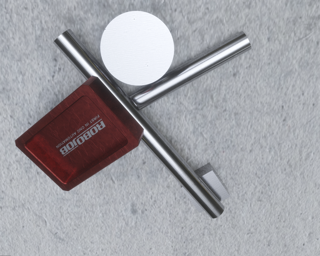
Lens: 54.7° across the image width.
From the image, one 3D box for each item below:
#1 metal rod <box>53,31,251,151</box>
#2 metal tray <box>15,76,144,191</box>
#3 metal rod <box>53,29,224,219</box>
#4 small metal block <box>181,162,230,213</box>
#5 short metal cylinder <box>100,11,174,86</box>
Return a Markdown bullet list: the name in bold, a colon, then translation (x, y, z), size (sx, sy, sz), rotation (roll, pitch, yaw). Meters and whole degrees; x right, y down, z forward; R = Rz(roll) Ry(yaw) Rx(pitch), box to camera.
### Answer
- **metal rod**: translation (-0.027, -0.036, 0.397), size (0.301, 0.025, 0.025), rotation (-28, 108, 9)
- **metal tray**: translation (-0.096, 0.011, 0.370), size (0.130, 0.030, 0.090), rotation (-33, 107, 23)
- **metal rod**: translation (-0.016, 0.006, 0.387), size (0.025, 0.025, 0.300), rotation (-37, 106, 12)
- **small metal block**: translation (0.064, 0.085, 0.443), size (0.050, 0.025, 0.050), rotation (-32, 107, 10)
- **short metal cylinder**: translation (-0.025, -0.094, 0.362), size (0.081, 0.050, 0.079), rotation (0, 110, -1)
